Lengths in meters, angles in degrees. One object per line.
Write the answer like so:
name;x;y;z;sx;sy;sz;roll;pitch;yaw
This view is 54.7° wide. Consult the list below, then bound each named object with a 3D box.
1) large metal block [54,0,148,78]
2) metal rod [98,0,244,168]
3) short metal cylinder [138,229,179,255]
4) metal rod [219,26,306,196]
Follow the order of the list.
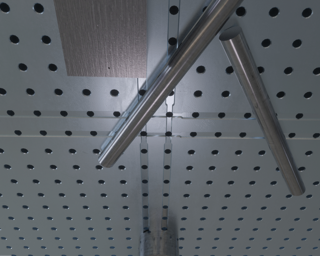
large metal block;-0.053;-0.099;0.311;0.081;0.050;0.079;1;130;-2
metal rod;0.002;-0.048;0.370;0.025;0.025;0.298;26;125;-21
short metal cylinder;-0.003;0.241;0.601;0.081;0.050;0.079;0;130;0
metal rod;0.147;-0.001;0.412;0.025;0.025;0.300;-23;127;18
